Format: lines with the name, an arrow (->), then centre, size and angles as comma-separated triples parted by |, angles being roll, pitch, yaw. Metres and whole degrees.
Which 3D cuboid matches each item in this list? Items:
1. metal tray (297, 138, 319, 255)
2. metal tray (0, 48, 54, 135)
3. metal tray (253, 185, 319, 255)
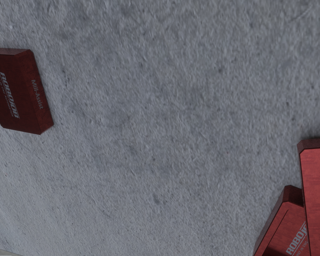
metal tray -> 0.197, 0.074, 0.319 | 0.090, 0.030, 0.129 | -7, 103, 21
metal tray -> -0.226, -0.057, 0.485 | 0.090, 0.030, 0.129 | 8, 122, 23
metal tray -> 0.182, 0.143, 0.395 | 0.090, 0.030, 0.129 | 20, 126, 15
